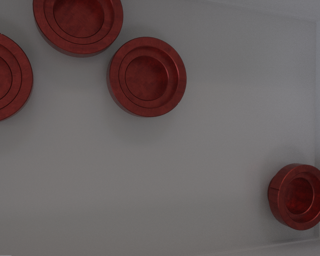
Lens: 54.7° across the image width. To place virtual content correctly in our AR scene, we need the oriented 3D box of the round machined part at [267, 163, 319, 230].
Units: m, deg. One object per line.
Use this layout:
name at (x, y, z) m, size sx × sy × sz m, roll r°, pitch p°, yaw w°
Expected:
round machined part at (0.207, 0.103, 0.478) m, size 0.099 × 0.042 × 0.097 m, roll 0°, pitch 90°, yaw -20°

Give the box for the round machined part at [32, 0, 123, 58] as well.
round machined part at (-0.096, -0.132, 0.366) m, size 0.099 × 0.042 × 0.097 m, roll 0°, pitch 90°, yaw -20°

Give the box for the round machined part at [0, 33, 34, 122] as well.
round machined part at (-0.188, -0.053, 0.332) m, size 0.099 × 0.042 × 0.097 m, roll 0°, pitch 90°, yaw -20°

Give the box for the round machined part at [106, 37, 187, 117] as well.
round machined part at (-0.019, -0.062, 0.394) m, size 0.099 × 0.042 × 0.097 m, roll 0°, pitch 90°, yaw -20°
